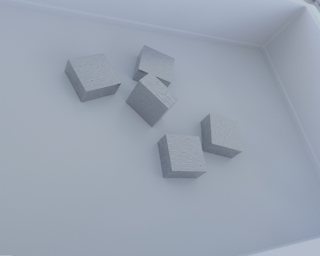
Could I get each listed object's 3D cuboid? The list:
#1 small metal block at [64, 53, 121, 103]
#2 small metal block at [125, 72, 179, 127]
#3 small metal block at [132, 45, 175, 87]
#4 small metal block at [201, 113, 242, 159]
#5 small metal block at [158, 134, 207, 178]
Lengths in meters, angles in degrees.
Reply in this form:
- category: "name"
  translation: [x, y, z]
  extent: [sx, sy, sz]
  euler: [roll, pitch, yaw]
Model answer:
- category: "small metal block"
  translation: [-0.087, -0.066, 0.400]
  extent: [0.050, 0.025, 0.050]
  euler: [-21, 73, -36]
- category: "small metal block"
  translation: [-0.011, -0.036, 0.407]
  extent: [0.050, 0.050, 0.025]
  euler: [44, 51, 2]
- category: "small metal block"
  translation: [-0.009, -0.087, 0.456]
  extent: [0.050, 0.025, 0.050]
  euler: [20, 54, -17]
- category: "small metal block"
  translation: [0.088, 0.012, 0.448]
  extent: [0.050, 0.025, 0.050]
  euler: [15, 56, -20]
- category: "small metal block"
  translation: [0.028, 0.037, 0.400]
  extent: [0.050, 0.025, 0.050]
  euler: [5, 60, -26]
